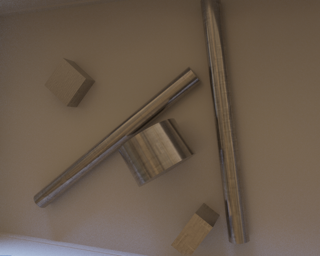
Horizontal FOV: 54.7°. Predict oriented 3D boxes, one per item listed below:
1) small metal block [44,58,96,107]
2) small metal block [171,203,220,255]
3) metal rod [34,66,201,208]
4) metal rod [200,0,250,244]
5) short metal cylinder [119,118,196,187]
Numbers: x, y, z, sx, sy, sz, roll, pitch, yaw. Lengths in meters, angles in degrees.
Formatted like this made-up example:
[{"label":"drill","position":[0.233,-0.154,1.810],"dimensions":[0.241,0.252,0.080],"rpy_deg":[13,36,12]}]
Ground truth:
[{"label":"small metal block","position":[-0.133,-0.066,0.456],"dimensions":[0.050,0.025,0.050],"rpy_deg":[42,103,15]},{"label":"small metal block","position":[0.045,0.125,0.381],"dimensions":[0.025,0.050,0.050],"rpy_deg":[37,102,16]},{"label":"metal rod","position":[-0.069,0.021,0.433],"dimensions":[0.300,0.025,0.025],"rpy_deg":[-38,78,15]},{"label":"metal rod","position":[0.080,-0.012,0.382],"dimensions":[0.025,0.025,0.298],"rpy_deg":[-7,88,19]},{"label":"short metal cylinder","position":[-0.003,0.031,0.382],"dimensions":[0.080,0.080,0.050],"rpy_deg":[-34,79,16]}]
